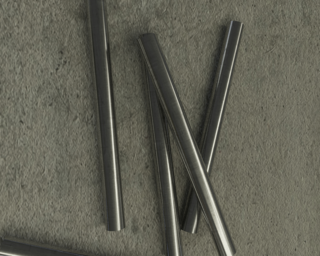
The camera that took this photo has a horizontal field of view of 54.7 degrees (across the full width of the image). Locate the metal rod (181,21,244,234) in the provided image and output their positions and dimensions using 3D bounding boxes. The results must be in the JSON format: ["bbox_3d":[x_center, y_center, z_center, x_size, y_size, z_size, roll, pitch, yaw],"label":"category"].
[{"bbox_3d":[0.075,-0.005,0.436,0.025,0.025,0.299,15,85,-20],"label":"metal rod"}]

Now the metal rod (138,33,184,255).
[{"bbox_3d":[0.002,0.028,0.409,0.025,0.025,0.298,-8,93,-20],"label":"metal rod"}]

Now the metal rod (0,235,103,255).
[{"bbox_3d":[-0.043,0.183,0.393,0.302,0.025,0.025,21,83,-19],"label":"metal rod"}]

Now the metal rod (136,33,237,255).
[{"bbox_3d":[0.037,0.028,0.394,0.025,0.025,0.299,-24,98,-18],"label":"metal rod"}]

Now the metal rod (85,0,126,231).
[{"bbox_3d":[-0.068,-0.024,0.383,0.025,0.025,0.298,-5,92,-20],"label":"metal rod"}]
